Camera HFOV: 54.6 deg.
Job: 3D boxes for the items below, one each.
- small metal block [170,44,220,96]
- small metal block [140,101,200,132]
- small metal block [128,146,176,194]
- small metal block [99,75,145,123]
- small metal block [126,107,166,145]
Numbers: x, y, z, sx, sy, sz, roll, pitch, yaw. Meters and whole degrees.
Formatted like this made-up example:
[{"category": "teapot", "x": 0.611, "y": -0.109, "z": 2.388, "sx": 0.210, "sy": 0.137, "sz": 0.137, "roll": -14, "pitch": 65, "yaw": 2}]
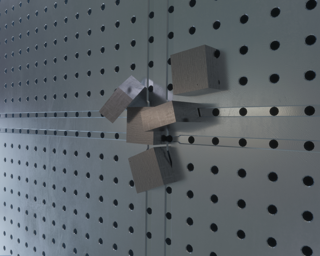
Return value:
[{"category": "small metal block", "x": 0.042, "y": -0.068, "z": 0.376, "sx": 0.050, "sy": 0.025, "sz": 0.050, "roll": -7, "pitch": 86, "yaw": 40}, {"category": "small metal block", "x": 0.013, "y": -0.013, "z": 0.383, "sx": 0.050, "sy": 0.050, "sz": 0.025, "roll": -17, "pitch": 80, "yaw": 39}, {"category": "small metal block", "x": -0.012, "y": 0.057, "z": 0.420, "sx": 0.050, "sy": 0.025, "sz": 0.050, "roll": -26, "pitch": 74, "yaw": 37}, {"category": "small metal block", "x": -0.053, "y": -0.041, "z": 0.435, "sx": 0.025, "sy": 0.050, "sz": 0.050, "roll": 41, "pitch": 121, "yaw": -6}, {"category": "small metal block", "x": -0.019, "y": -0.004, "z": 0.426, "sx": 0.050, "sy": 0.025, "sz": 0.050, "roll": 3, "pitch": 92, "yaw": 40}]
